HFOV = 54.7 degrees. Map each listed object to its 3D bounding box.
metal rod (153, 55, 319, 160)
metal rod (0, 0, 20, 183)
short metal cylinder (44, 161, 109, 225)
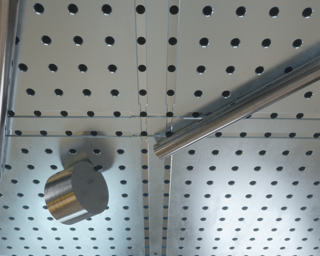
[{"bbox_3d":[0.119,-0.034,0.383,0.300,0.025,0.025,-29,125,22],"label":"metal rod"},{"bbox_3d":[-0.204,-0.024,0.388,0.025,0.025,0.298,17,128,-14],"label":"metal rod"},{"bbox_3d":[-0.121,0.095,0.455,0.050,0.080,0.080,-26,126,20],"label":"short metal cylinder"}]
